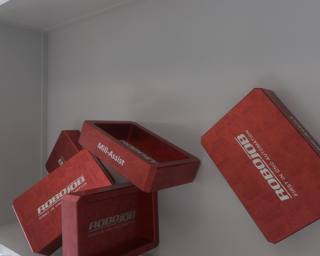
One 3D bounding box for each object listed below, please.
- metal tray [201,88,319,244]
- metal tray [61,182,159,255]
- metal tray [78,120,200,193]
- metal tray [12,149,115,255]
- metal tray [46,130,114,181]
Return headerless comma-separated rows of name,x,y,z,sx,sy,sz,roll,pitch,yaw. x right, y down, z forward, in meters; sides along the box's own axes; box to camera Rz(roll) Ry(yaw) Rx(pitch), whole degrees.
metal tray,0.111,0.035,0.312,0.090,0.030,0.130,-47,62,30
metal tray,-0.056,0.118,0.384,0.030,0.131,0.089,-4,88,40
metal tray,-0.027,0.029,0.386,0.130,0.091,0.030,29,108,36
metal tray,-0.131,0.101,0.437,0.130,0.030,0.090,-38,58,-8
metal tray,-0.138,0.076,0.518,0.130,0.030,0.089,47,118,29
